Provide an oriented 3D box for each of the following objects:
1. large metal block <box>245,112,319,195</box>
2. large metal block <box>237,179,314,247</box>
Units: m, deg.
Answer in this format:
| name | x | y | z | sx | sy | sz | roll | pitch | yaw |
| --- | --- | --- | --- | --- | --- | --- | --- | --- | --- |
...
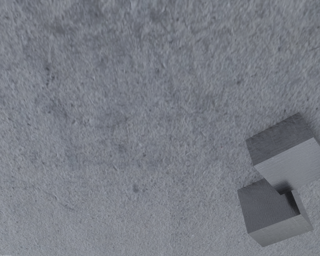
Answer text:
| name | x | y | z | sx | sy | sz | roll | pitch | yaw |
| --- | --- | --- | --- | --- | --- | --- | --- | --- | --- |
| large metal block | 0.178 | 0.038 | 0.426 | 0.080 | 0.050 | 0.080 | -32 | 124 | 24 |
| large metal block | 0.175 | 0.125 | 0.481 | 0.080 | 0.080 | 0.050 | -31 | 124 | 23 |
